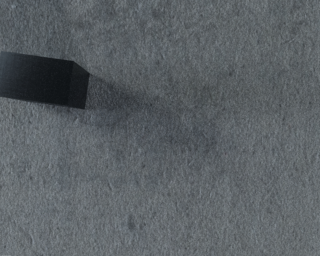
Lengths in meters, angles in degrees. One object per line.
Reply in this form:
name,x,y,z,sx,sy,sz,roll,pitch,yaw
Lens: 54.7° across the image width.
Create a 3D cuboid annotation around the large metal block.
large metal block,-0.139,-0.055,0.381,0.081,0.080,0.050,8,90,-1
